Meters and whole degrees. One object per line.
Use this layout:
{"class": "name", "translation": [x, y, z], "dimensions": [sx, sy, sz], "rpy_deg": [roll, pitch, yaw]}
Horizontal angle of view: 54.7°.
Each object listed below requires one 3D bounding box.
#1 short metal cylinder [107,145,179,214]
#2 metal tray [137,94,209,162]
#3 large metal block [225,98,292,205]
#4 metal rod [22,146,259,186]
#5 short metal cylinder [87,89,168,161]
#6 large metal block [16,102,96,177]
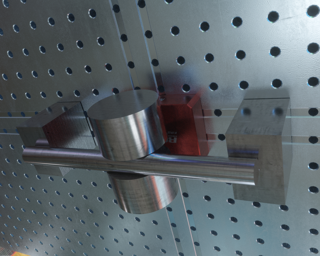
{"class": "short metal cylinder", "translation": [-0.021, 0.060, 0.385], "dimensions": [0.080, 0.080, 0.050], "rpy_deg": [1, 119, 28]}
{"class": "metal tray", "translation": [-0.007, 0.004, 0.414], "dimensions": [0.130, 0.030, 0.089], "rpy_deg": [1, 119, 27]}
{"class": "large metal block", "translation": [0.109, 0.022, 0.330], "dimensions": [0.050, 0.080, 0.080], "rpy_deg": [1, 119, 28]}
{"class": "metal rod", "translation": [-0.044, 0.039, 0.354], "dimensions": [0.300, 0.025, 0.025], "rpy_deg": [1, 119, 27]}
{"class": "short metal cylinder", "translation": [-0.036, -0.006, 0.352], "dimensions": [0.080, 0.080, 0.050], "rpy_deg": [1, 119, 28]}
{"class": "large metal block", "translation": [-0.151, 0.014, 0.463], "dimensions": [0.050, 0.080, 0.080], "rpy_deg": [1, 119, 28]}
